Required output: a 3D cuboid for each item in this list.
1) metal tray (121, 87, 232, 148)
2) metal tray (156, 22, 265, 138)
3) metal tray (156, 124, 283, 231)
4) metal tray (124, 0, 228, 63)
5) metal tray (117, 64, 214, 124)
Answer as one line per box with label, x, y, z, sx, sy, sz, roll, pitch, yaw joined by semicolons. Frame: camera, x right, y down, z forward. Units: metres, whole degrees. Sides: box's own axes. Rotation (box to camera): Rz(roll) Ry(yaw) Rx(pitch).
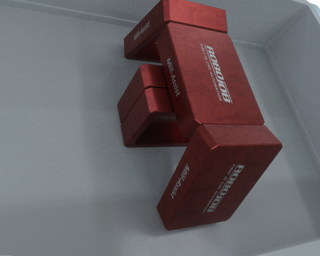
metal tray;0.028;-0.009;0.383;0.131;0.090;0.030;1;62;-28
metal tray;0.054;-0.053;0.346;0.091;0.030;0.130;1;61;-28
metal tray;0.060;0.055;0.333;0.091;0.129;0.030;1;40;-29
metal tray;0.016;-0.124;0.420;0.091;0.130;0.030;1;82;-28
metal tray;0.022;-0.036;0.396;0.131;0.090;0.030;1;62;-28
